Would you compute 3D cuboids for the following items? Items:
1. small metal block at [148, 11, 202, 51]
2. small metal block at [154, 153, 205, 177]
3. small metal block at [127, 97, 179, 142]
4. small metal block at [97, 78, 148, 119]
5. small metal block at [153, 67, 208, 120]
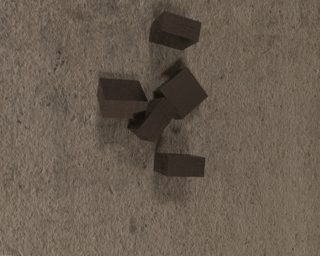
[{"bbox_3d":[0.018,-0.125,0.403,0.050,0.050,0.025,10,87,-20],"label":"small metal block"},{"bbox_3d":[0.024,0.048,0.406,0.050,0.050,0.025,4,89,-20],"label":"small metal block"},{"bbox_3d":[-0.010,-0.011,0.393,0.025,0.050,0.050,42,77,-17],"label":"small metal block"},{"bbox_3d":[-0.047,-0.036,0.377,0.050,0.050,0.025,1,127,-20],"label":"small metal block"},{"bbox_3d":[0.028,-0.046,0.421,0.050,0.025,0.050,-42,104,-15],"label":"small metal block"}]
